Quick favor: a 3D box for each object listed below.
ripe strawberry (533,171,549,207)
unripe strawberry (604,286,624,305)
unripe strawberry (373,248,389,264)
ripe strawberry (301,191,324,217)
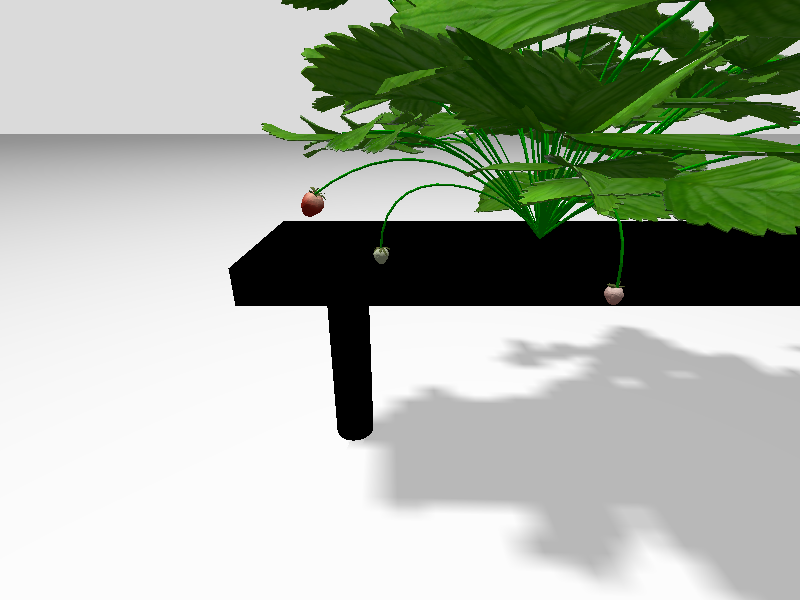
[{"bbox_3d":[0.176,-0.135,0.482,0.045,0.047,0.049,8,25,17],"label":"ripe strawberry"},{"bbox_3d":[0.117,-0.002,0.220,0.010,0.011,0.011,1,24,3],"label":"unripe strawberry"},{"bbox_3d":[-0.013,-0.031,0.281,0.011,0.011,0.011,-13,27,-27],"label":"unripe strawberry"},{"bbox_3d":[-0.097,-0.104,0.439,0.024,0.028,0.028,38,32,5],"label":"ripe strawberry"}]
